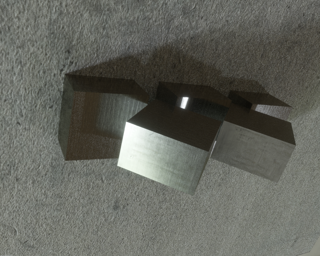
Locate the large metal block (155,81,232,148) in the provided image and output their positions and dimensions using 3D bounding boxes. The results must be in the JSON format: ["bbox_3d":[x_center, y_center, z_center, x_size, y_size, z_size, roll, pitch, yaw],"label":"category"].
[{"bbox_3d":[0.035,-0.012,0.406,0.081,0.050,0.079,1,118,-29],"label":"large metal block"}]

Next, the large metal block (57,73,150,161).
[{"bbox_3d":[-0.066,-0.012,0.350,0.081,0.050,0.079,0,118,-29],"label":"large metal block"}]

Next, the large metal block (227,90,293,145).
[{"bbox_3d":[0.137,-0.008,0.465,0.081,0.050,0.079,1,118,-30],"label":"large metal block"}]

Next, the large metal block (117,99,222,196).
[{"bbox_3d":[0.013,0.015,0.326,0.080,0.080,0.050,-47,155,-62],"label":"large metal block"}]

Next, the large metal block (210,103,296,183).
[{"bbox_3d":[0.115,0.014,0.385,0.080,0.080,0.050,20,114,11],"label":"large metal block"}]
